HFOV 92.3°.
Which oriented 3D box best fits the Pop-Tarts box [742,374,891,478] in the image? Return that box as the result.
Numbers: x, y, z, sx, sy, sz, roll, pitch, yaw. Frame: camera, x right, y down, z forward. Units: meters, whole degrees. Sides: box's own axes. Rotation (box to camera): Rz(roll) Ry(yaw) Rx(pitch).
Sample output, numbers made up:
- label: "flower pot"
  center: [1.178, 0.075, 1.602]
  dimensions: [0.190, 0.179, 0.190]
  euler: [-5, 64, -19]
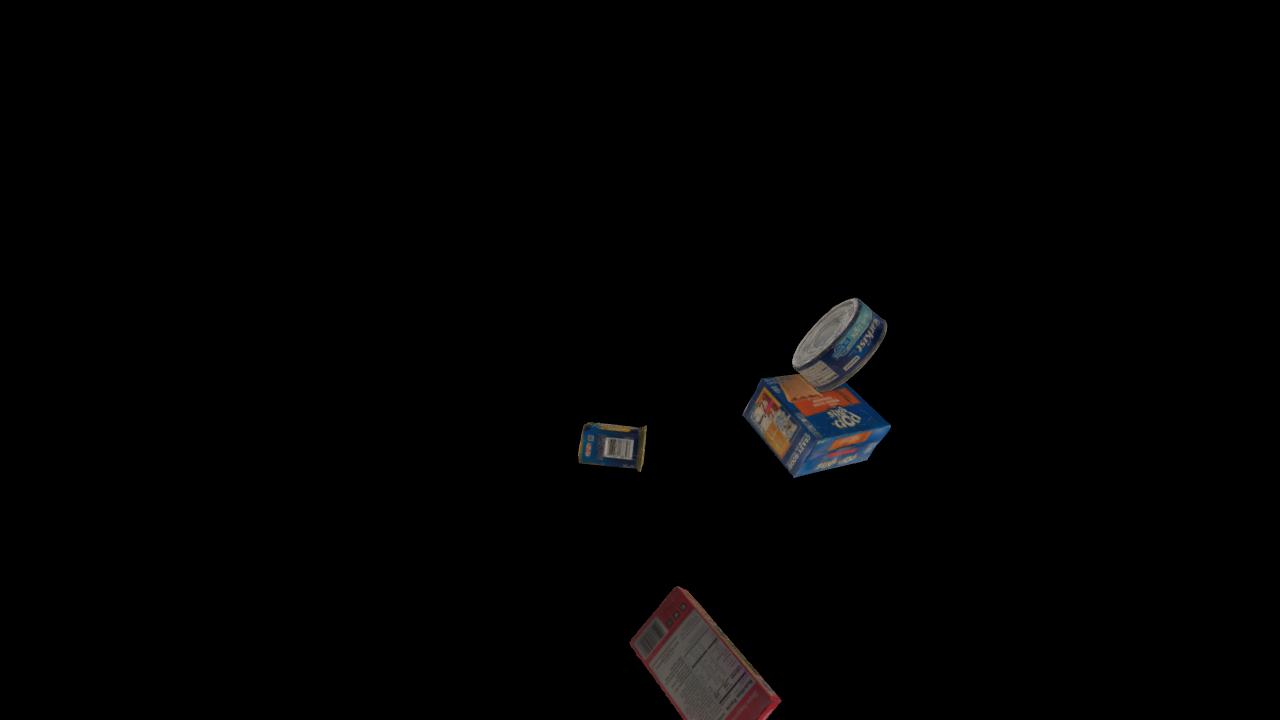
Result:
- label: "Pop-Tarts box"
  center: [0.276, 0.095, 0.970]
  dimensions: [0.167, 0.083, 0.141]
  euler: [-5, 41, -31]

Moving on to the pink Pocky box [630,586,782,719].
- label: "pink Pocky box"
  center: [0.063, 0.321, 0.637]
  dimensions: [0.155, 0.084, 0.029]
  euler: [38, -2, 45]

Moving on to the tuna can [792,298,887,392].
- label: "tuna can"
  center: [0.174, -0.015, 0.544]
  dimensions: [0.034, 0.084, 0.084]
  euler: [40, -4, -5]

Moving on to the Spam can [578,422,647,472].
- label: "Spam can"
  center: [-0.036, 0.117, 0.848]
  dimensions: [0.085, 0.058, 0.101]
  euler: [6, -3, 2]
